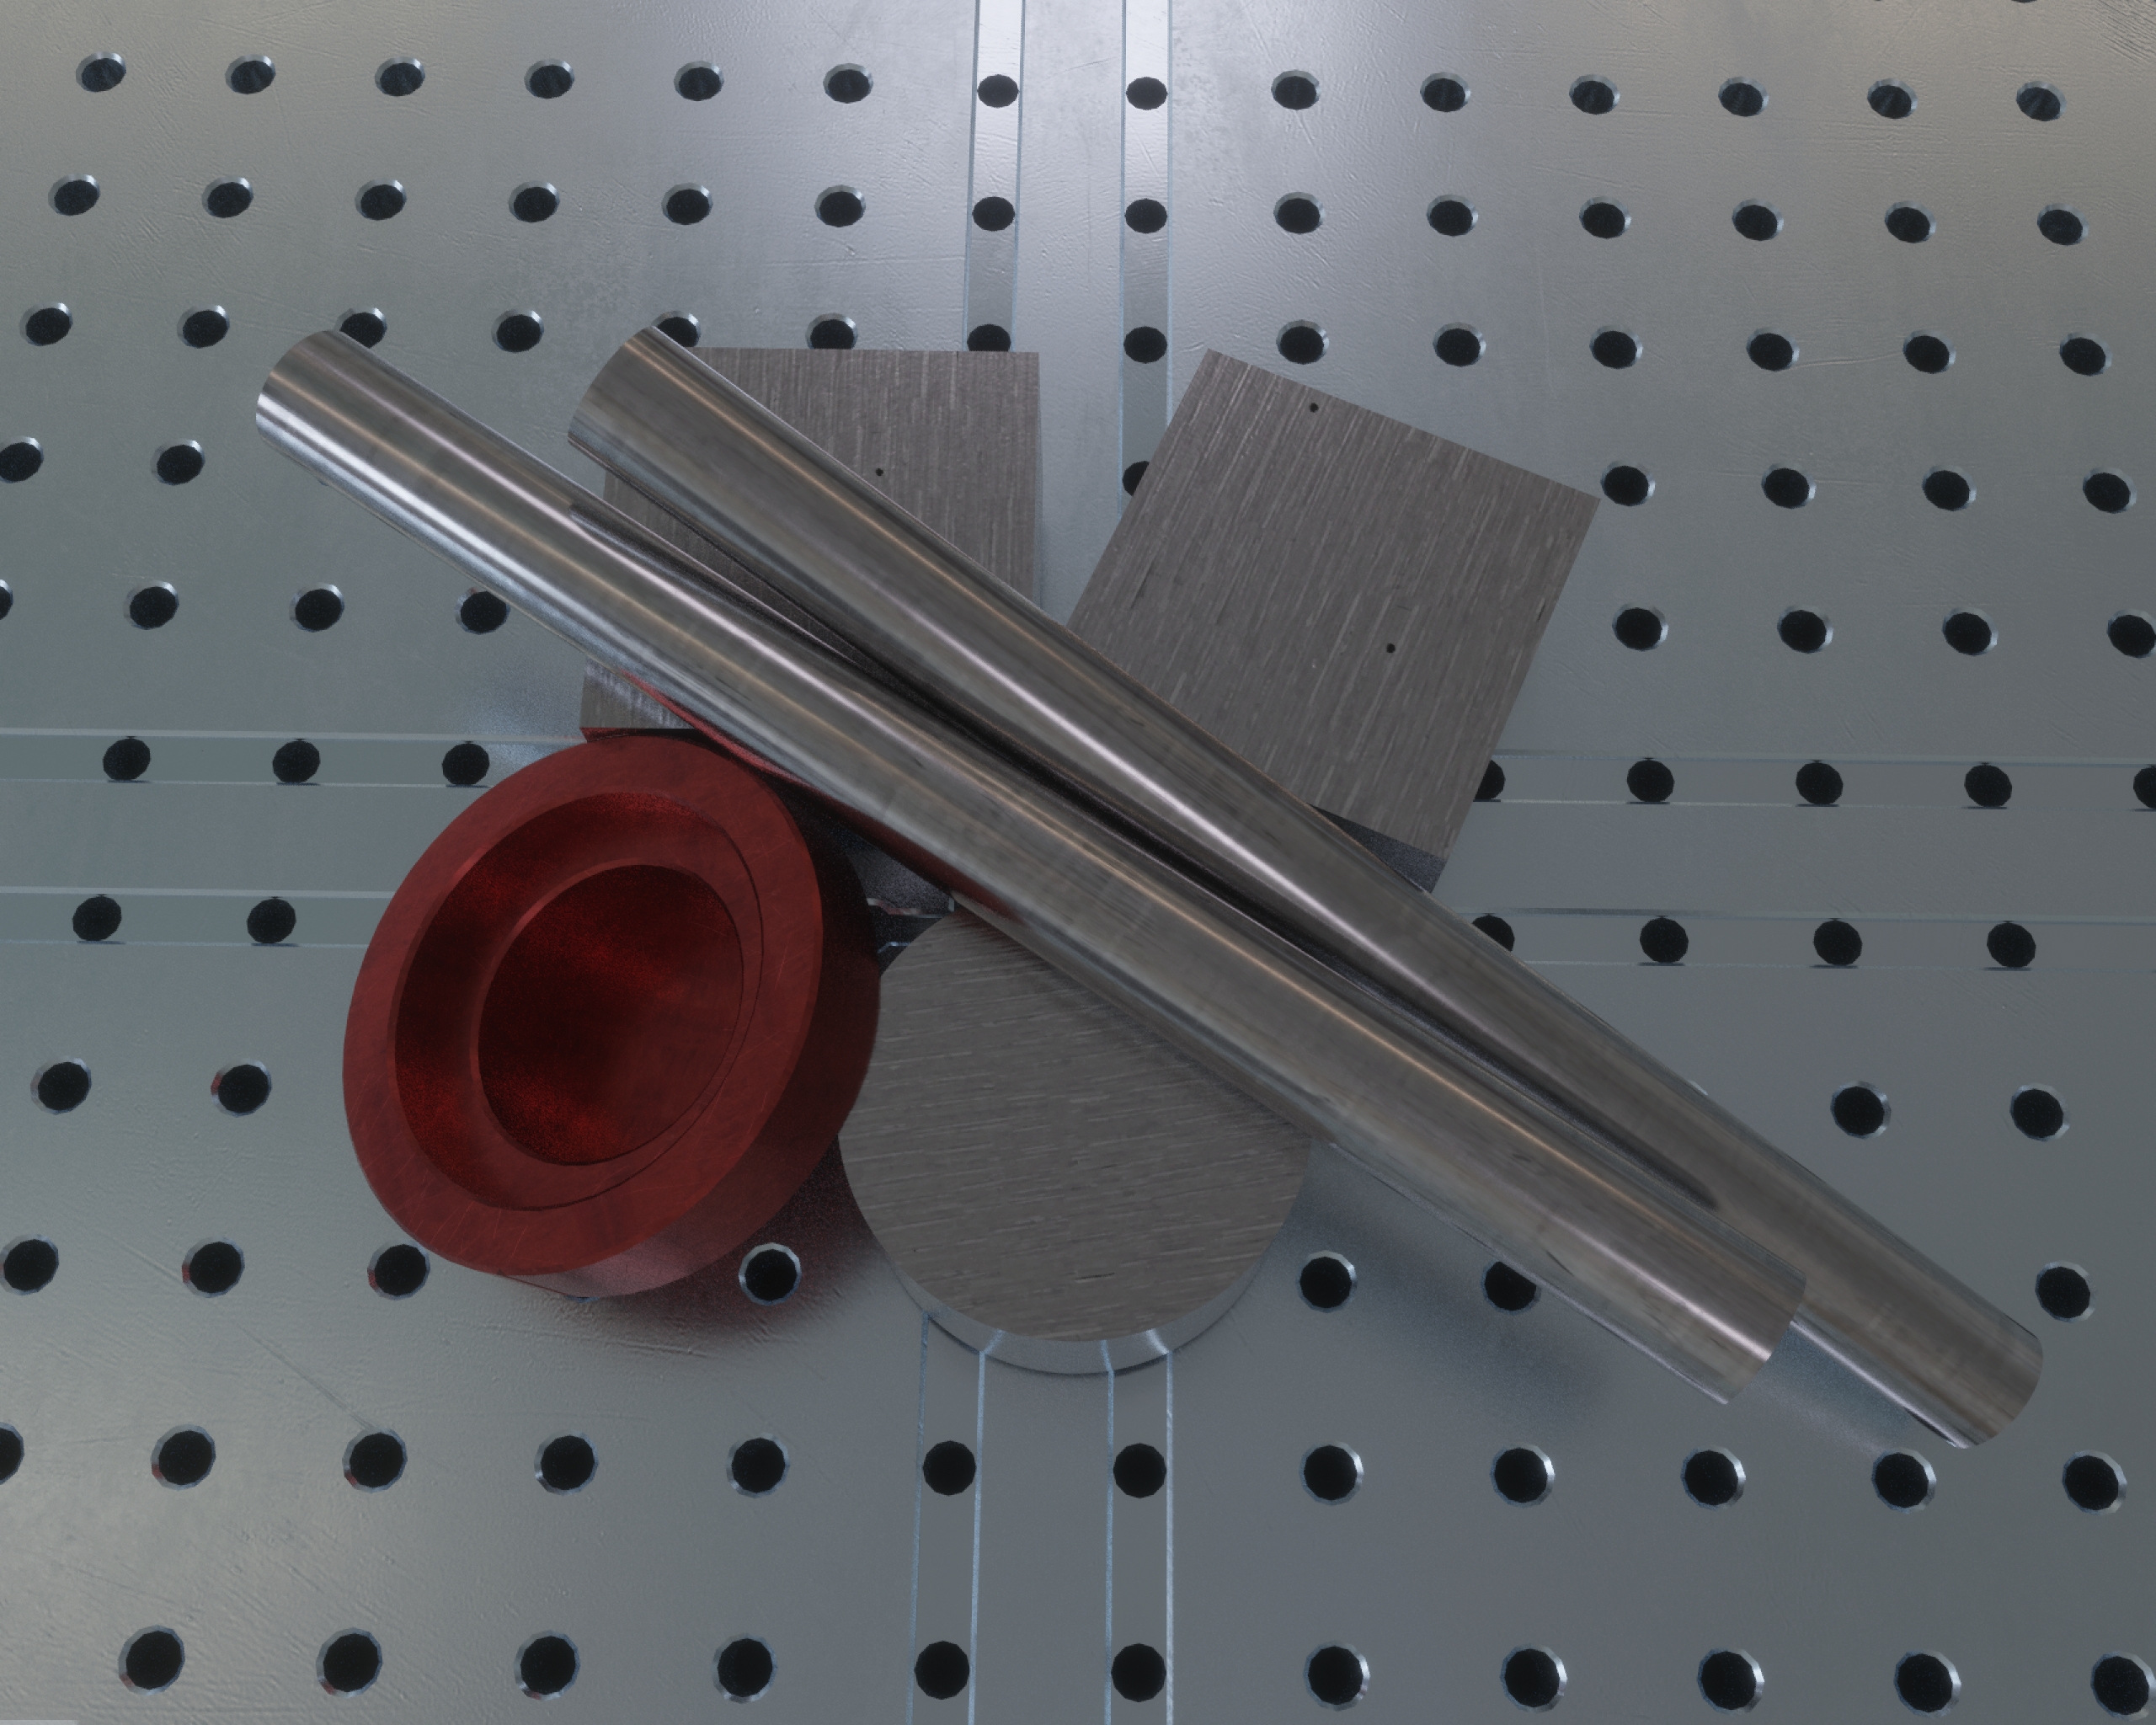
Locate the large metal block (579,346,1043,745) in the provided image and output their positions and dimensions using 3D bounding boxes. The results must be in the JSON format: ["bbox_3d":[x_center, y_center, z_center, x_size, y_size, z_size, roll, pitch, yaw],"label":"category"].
[{"bbox_3d":[-0.048,-0.053,0.410,0.081,0.050,0.080,1,70,0],"label":"large metal block"}]

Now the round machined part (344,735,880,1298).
[{"bbox_3d":[-0.079,0.030,0.375,0.098,0.042,0.098,-10,65,21],"label":"round machined part"}]

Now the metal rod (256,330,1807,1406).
[{"bbox_3d":[-0.016,-0.005,0.355,0.301,0.025,0.025,33,73,10],"label":"metal rod"}]

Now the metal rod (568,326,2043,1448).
[{"bbox_3d":[0.042,0.006,0.366,0.301,0.025,0.025,36,73,-3],"label":"metal rod"}]

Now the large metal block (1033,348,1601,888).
[{"bbox_3d":[0.045,-0.042,0.409,0.080,0.050,0.080,23,72,8],"label":"large metal block"}]

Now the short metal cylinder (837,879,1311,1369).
[{"bbox_3d":[0.000,0.049,0.376,0.081,0.050,0.080,0,70,0],"label":"short metal cylinder"}]
